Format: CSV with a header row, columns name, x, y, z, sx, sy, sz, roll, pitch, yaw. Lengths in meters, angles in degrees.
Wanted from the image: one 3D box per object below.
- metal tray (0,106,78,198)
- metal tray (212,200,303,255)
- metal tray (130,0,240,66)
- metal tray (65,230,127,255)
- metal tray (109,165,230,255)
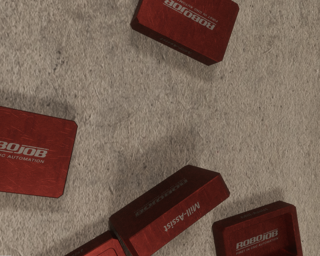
name,x,y,z,sx,sy,sz,roll,pitch,yaw
metal tray,-0.167,0.024,0.345,0.131,0.030,0.090,12,86,-20
metal tray,0.148,0.170,0.462,0.131,0.030,0.089,-11,94,-20
metal tray,0.036,-0.152,0.421,0.131,0.030,0.090,21,83,-19
metal tray,-0.095,0.197,0.372,0.131,0.030,0.090,-27,99,-18
metal tray,0.009,0.096,0.378,0.131,0.090,0.030,-31,101,-18
